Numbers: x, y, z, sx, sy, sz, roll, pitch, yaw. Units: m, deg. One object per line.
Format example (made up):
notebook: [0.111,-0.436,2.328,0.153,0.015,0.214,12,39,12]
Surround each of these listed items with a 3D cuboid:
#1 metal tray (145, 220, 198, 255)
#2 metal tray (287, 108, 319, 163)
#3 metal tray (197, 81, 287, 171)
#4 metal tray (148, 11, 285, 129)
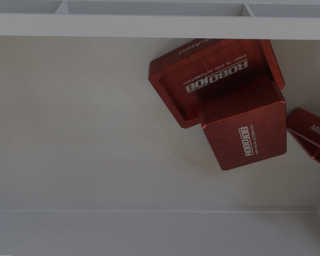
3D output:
metal tray: [0.017,0.230,0.603,0.091,0.030,0.129,4,130,-3]
metal tray: [0.217,0.032,0.368,0.030,0.130,0.090,-47,119,5]
metal tray: [0.106,0.005,0.384,0.090,0.030,0.130,-18,145,12]
metal tray: [0.064,-0.060,0.354,0.130,0.030,0.090,-23,127,18]
